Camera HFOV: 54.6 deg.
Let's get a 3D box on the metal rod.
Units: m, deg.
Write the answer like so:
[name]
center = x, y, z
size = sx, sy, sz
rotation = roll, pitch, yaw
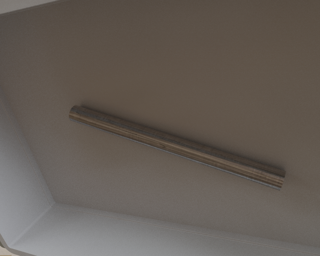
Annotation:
[metal rod]
center = 0.009, 0.020, 0.415
size = 0.301, 0.025, 0.025
rotation = 17, 125, 18
